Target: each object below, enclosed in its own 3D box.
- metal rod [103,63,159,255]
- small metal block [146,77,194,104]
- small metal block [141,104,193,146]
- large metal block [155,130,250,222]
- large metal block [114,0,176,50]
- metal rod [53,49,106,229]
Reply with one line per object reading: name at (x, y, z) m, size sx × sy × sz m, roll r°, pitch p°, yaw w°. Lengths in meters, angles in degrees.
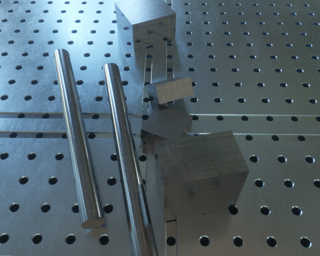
metal rod at (-0.044, 0.020, 0.389) m, size 0.025 × 0.025 × 0.300 m, roll -10°, pitch 51°, yaw -8°
small metal block at (0.013, -0.054, 0.436) m, size 0.050 × 0.025 × 0.050 m, roll -17°, pitch 14°, yaw -14°
small metal block at (0.009, 0.000, 0.407) m, size 0.050 × 0.025 × 0.050 m, roll 20°, pitch 53°, yaw 16°
large metal block at (0.039, 0.052, 0.328) m, size 0.081 × 0.080 × 0.050 m, roll -8°, pitch 51°, yaw -7°
large metal block at (-0.026, -0.191, 0.552) m, size 0.081 × 0.050 × 0.080 m, roll -21°, pitch 53°, yaw -17°
metal rod at (-0.115, -0.010, 0.414) m, size 0.025 × 0.025 × 0.300 m, roll -14°, pitch 51°, yaw -11°
